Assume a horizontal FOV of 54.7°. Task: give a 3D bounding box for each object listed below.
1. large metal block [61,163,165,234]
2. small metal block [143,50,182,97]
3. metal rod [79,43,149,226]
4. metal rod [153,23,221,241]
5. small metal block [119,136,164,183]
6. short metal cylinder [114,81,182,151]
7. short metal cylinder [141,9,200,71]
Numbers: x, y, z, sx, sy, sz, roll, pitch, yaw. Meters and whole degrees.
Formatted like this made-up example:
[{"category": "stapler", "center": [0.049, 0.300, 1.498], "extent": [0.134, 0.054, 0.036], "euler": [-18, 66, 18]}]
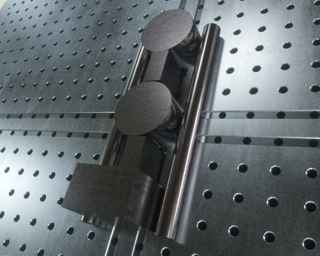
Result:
[{"category": "large metal block", "center": [-0.046, 0.080, 0.348], "extent": [0.080, 0.080, 0.050], "euler": [1, 62, 28]}, {"category": "small metal block", "center": [0.005, -0.072, 0.432], "extent": [0.025, 0.050, 0.050], "euler": [1, 62, 29]}, {"category": "metal rod", "center": [-0.052, -0.014, 0.443], "extent": [0.025, 0.025, 0.300], "euler": [1, 62, 29]}, {"category": "metal rod", "center": [0.041, -0.014, 0.394], "extent": [0.025, 0.025, 0.300], "euler": [1, 62, 29]}, {"category": "small metal block", "center": [-0.022, 0.043, 0.377], "extent": [0.025, 0.050, 0.050], "euler": [0, 62, 28]}, {"category": "short metal cylinder", "center": [-0.012, -0.014, 0.407], "extent": [0.080, 0.050, 0.080], "euler": [-13, 56, 21]}, {"category": "short metal cylinder", "center": [0.019, -0.129, 0.461], "extent": [0.080, 0.050, 0.080], "euler": [-13, 56, 21]}]
